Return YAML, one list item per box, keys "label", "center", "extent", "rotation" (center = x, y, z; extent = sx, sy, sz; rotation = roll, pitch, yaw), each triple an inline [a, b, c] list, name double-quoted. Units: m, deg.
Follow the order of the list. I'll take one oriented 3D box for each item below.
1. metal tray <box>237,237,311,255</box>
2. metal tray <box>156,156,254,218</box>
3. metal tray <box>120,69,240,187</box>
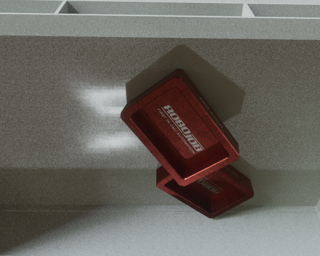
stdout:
- label: "metal tray"
  center: [0.227, 0.260, 0.632]
  extent: [0.131, 0.030, 0.089]
  rotation: [-2, 130, 1]
- label: "metal tray"
  center: [0.070, 0.085, 0.478]
  extent: [0.130, 0.030, 0.090]
  rotation: [36, 121, -27]
- label: "metal tray"
  center: [0.026, 0.004, 0.386]
  extent: [0.090, 0.030, 0.130]
  rotation: [-32, 108, 24]
